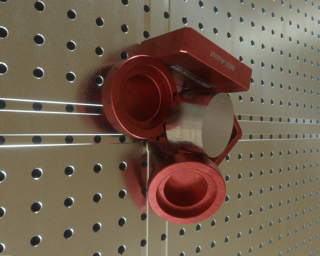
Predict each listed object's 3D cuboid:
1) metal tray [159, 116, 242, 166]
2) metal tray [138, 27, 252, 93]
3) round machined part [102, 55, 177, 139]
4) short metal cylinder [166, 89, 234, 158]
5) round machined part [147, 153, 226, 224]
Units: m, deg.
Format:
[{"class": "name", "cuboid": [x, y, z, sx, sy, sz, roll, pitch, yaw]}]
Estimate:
[{"class": "metal tray", "cuboid": [0.066, 0.013, 0.463, 0.131, 0.030, 0.090, -44, 117, -31]}, {"class": "metal tray", "cuboid": [0.047, -0.081, 0.408, 0.131, 0.090, 0.030, 19, 78, -39]}, {"class": "round machined part", "cuboid": [-0.028, -0.036, 0.377, 0.099, 0.042, 0.097, 0, 90, -40]}, {"class": "short metal cylinder", "cuboid": [0.052, -0.007, 0.390, 0.081, 0.050, 0.079, -17, 112, -49]}, {"class": "round machined part", "cuboid": [0.033, 0.074, 0.405, 0.099, 0.042, 0.097, -1, 115, -2]}]
